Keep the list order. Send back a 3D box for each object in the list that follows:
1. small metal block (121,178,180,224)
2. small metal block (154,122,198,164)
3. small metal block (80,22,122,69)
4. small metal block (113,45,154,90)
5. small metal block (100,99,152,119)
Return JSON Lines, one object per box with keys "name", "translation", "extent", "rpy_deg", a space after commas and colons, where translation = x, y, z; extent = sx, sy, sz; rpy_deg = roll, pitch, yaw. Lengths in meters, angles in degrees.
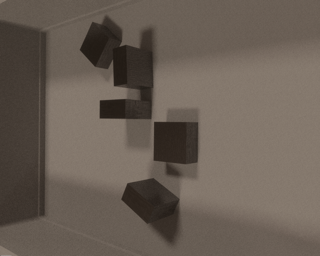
{"name": "small metal block", "translation": [-0.012, 0.092, 0.399], "extent": [0.050, 0.050, 0.025], "rpy_deg": [33, 111, 34]}
{"name": "small metal block", "translation": [0.020, 0.017, 0.389], "extent": [0.050, 0.025, 0.050], "rpy_deg": [1, 91, 39]}
{"name": "small metal block", "translation": [-0.093, -0.128, 0.481], "extent": [0.050, 0.025, 0.050], "rpy_deg": [47, 118, 29]}
{"name": "small metal block", "translation": [-0.036, -0.080, 0.418], "extent": [0.025, 0.050, 0.050], "rpy_deg": [-3, 88, 40]}
{"name": "small metal block", "translation": [-0.047, -0.025, 0.427], "extent": [0.050, 0.050, 0.025], "rpy_deg": [1, 91, 39]}
